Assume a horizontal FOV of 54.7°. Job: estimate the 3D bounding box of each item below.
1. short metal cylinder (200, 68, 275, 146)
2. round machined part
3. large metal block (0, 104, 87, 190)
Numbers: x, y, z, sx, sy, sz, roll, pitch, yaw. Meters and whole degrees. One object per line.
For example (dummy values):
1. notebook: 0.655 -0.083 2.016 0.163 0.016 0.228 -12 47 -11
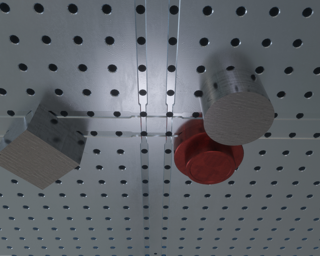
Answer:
1. short metal cylinder: 0.091 -0.025 0.375 0.081 0.050 0.079 0 130 0
2. round machined part: 0.069 0.043 0.437 0.099 0.042 0.097 0 130 0
3. large metal block: -0.161 0.028 0.418 0.080 0.050 0.080 -33 123 25
